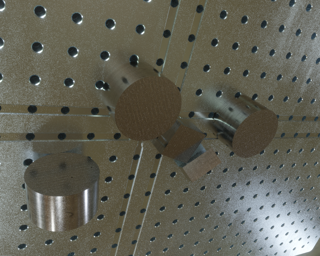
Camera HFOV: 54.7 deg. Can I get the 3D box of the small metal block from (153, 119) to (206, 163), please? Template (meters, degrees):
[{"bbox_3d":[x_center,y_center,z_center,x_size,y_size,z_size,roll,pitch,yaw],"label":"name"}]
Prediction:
[{"bbox_3d":[0.028,0.017,0.437,0.050,0.025,0.050,23,106,-37],"label":"small metal block"}]

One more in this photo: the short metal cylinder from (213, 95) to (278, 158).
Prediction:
[{"bbox_3d":[0.127,-0.003,0.463,0.081,0.050,0.079,-14,124,-21],"label":"short metal cylinder"}]

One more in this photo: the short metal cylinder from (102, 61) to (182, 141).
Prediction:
[{"bbox_3d":[-0.022,-0.032,0.363,0.081,0.050,0.079,-14,124,-21],"label":"short metal cylinder"}]

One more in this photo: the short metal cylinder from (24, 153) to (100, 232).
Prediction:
[{"bbox_3d":[-0.112,0.071,0.359,0.081,0.080,0.050,-6,121,-25],"label":"short metal cylinder"}]

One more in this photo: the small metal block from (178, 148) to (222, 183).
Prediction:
[{"bbox_3d":[0.058,0.054,0.457,0.050,0.050,0.025,-34,88,-6],"label":"small metal block"}]
